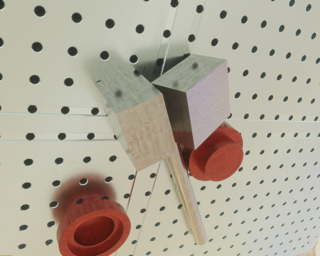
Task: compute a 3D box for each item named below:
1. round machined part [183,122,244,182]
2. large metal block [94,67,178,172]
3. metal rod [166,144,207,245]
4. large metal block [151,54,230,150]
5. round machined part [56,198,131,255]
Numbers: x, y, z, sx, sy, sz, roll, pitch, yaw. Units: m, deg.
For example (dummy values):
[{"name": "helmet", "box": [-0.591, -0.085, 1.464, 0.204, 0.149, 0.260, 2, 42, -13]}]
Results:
[{"name": "round machined part", "box": [0.088, 0.043, 0.475, 0.099, 0.042, 0.097, -14, 124, -21]}, {"name": "large metal block", "box": [-0.028, -0.012, 0.353, 0.050, 0.080, 0.080, -25, 128, -13]}, {"name": "metal rod", "box": [0.039, 0.096, 0.491, 0.025, 0.025, 0.299, -27, 128, -11]}, {"name": "large metal block", "box": [0.041, -0.034, 0.378, 0.080, 0.050, 0.080, -40, 134, -33]}, {"name": "round machined part", "box": [-0.094, 0.138, 0.434, 0.099, 0.042, 0.097, -14, 124, -21]}]
